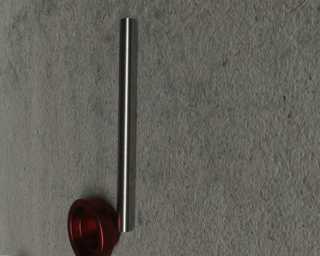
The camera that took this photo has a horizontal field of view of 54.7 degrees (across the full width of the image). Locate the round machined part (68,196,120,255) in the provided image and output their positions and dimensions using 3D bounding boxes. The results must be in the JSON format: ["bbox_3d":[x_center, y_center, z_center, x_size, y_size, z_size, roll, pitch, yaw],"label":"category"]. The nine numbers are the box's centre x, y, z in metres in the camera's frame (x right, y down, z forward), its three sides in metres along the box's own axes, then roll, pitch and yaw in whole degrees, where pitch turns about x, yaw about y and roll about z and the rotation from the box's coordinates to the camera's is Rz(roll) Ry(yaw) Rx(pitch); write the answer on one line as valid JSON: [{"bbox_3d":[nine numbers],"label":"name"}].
[{"bbox_3d":[-0.097,0.153,0.470,0.098,0.042,0.097,2,93,45],"label":"round machined part"}]

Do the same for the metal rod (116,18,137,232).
[{"bbox_3d":[-0.048,-0.004,0.444,0.025,0.025,0.298,2,91,40],"label":"metal rod"}]
